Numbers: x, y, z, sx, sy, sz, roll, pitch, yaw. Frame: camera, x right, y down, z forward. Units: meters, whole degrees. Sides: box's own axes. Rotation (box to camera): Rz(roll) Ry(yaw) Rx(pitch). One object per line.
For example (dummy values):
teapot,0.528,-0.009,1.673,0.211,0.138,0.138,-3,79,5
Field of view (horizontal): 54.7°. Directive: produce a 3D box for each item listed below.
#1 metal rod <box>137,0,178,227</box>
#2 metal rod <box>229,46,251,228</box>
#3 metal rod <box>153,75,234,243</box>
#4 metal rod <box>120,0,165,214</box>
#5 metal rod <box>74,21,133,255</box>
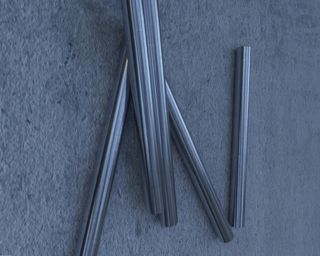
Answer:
metal rod,-0.002,-0.018,0.384,0.025,0.025,0.298,-16,107,-39
metal rod,0.135,0.013,0.520,0.025,0.025,0.298,5,87,-40
metal rod,0.047,0.048,0.446,0.025,0.025,0.299,-39,114,-33
metal rod,-0.020,-0.042,0.357,0.025,0.025,0.298,-16,106,-39
metal rod,-0.057,0.019,0.358,0.025,0.025,0.299,19,78,-39
